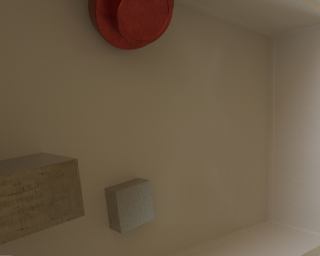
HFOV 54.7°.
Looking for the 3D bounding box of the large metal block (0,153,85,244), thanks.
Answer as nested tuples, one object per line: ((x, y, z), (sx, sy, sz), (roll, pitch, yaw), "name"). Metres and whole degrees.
((-0.124, 0.056, 0.268), (0.081, 0.080, 0.050), (-11, 97, -40), "large metal block")

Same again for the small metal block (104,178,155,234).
((-0.036, 0.093, 0.378), (0.050, 0.025, 0.050), (-12, 98, -40), "small metal block")

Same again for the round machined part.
((-0.025, -0.132, 0.344), (0.099, 0.042, 0.097), (-22, 138, -21), "round machined part")
